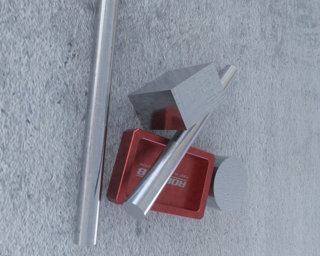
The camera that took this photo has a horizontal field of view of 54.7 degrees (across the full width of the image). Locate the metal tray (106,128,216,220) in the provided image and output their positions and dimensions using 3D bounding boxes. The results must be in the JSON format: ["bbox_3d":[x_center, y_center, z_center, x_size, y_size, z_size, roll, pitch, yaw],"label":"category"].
[{"bbox_3d":[0.006,0.061,0.396,0.131,0.030,0.090,20,77,-30],"label":"metal tray"}]

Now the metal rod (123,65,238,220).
[{"bbox_3d":[0.044,-0.006,0.402,0.301,0.025,0.025,-51,121,-43],"label":"metal rod"}]

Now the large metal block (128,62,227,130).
[{"bbox_3d":[0.022,-0.039,0.389,0.080,0.080,0.050,-37,113,-34],"label":"large metal block"}]

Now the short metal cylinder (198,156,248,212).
[{"bbox_3d":[0.087,0.081,0.464,0.081,0.050,0.079,0,91,-41],"label":"short metal cylinder"}]

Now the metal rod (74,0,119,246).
[{"bbox_3d":[-0.069,-0.024,0.347,0.025,0.025,0.298,8,85,-40],"label":"metal rod"}]
